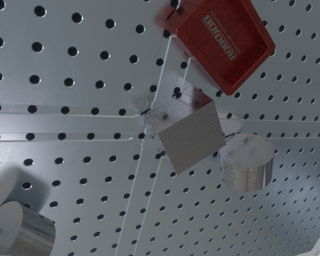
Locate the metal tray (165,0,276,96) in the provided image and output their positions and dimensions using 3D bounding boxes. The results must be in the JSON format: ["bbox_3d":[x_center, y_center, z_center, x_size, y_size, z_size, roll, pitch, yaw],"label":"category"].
[{"bbox_3d":[0.079,-0.111,0.381,0.090,0.030,0.130,-47,129,5],"label":"metal tray"}]

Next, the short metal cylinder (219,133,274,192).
[{"bbox_3d":[0.133,0.052,0.481,0.081,0.080,0.050,-21,127,-16],"label":"short metal cylinder"}]

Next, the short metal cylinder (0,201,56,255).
[{"bbox_3d":[-0.172,0.134,0.365,0.080,0.080,0.050,-41,130,0],"label":"short metal cylinder"}]

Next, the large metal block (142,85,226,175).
[{"bbox_3d":[0.034,0.003,0.415,0.080,0.050,0.080,-31,129,-9],"label":"large metal block"}]
